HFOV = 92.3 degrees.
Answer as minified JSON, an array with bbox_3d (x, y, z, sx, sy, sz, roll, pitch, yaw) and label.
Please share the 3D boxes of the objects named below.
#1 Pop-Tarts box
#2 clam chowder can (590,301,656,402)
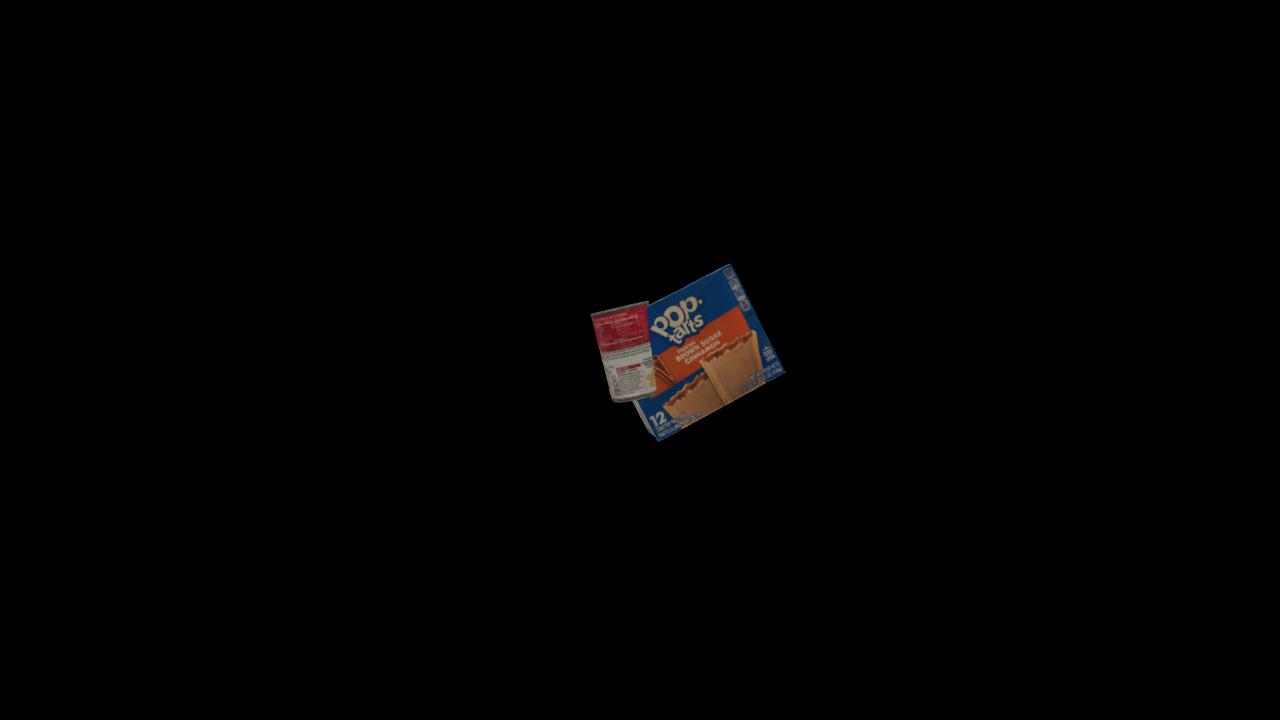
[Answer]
[{"bbox_3d":[0.057,-0.009,0.715,0.167,0.141,0.083,-27,2,-8],"label":"Pop-Tarts box"},{"bbox_3d":[-0.011,-0.010,0.691,0.068,0.102,0.068,-13,6,1],"label":"clam chowder can"}]
